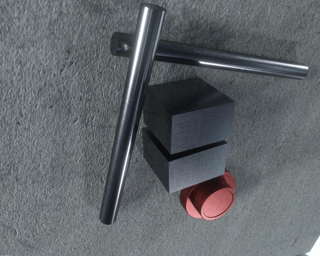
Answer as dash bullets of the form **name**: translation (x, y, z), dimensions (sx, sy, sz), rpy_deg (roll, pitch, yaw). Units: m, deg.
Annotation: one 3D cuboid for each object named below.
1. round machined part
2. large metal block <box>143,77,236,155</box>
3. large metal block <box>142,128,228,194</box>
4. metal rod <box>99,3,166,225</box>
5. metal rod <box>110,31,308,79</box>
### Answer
- **round machined part**: translation (0.086, 0.114, 0.516), dimensions (0.099, 0.042, 0.097), rpy_deg (-14, 125, -21)
- **large metal block**: translation (0.032, -0.019, 0.379), dimensions (0.081, 0.080, 0.050), rpy_deg (-13, 124, -22)
- **large metal block**: translation (0.030, 0.030, 0.408), dimensions (0.081, 0.080, 0.050), rpy_deg (-15, 125, -20)
- **metal rod**: translation (-0.041, 0.008, 0.370), dimensions (0.025, 0.025, 0.298), rpy_deg (-3, 126, -28)
- **metal rod**: translation (0.084, -0.088, 0.400), dimensions (0.303, 0.025, 0.025), rpy_deg (1, 118, -29)
